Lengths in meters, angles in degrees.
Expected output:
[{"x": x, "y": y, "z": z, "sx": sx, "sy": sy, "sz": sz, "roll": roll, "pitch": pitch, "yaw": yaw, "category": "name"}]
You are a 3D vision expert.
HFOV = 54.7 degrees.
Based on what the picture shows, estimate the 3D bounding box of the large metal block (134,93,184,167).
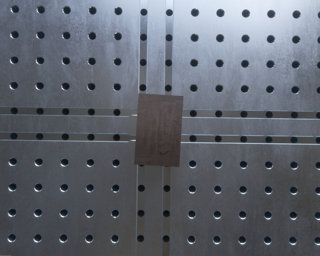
[{"x": -0.001, "y": 0.002, "z": 0.385, "sx": 0.050, "sy": 0.080, "sz": 0.079, "roll": 3, "pitch": 90, "yaw": 0, "category": "large metal block"}]
